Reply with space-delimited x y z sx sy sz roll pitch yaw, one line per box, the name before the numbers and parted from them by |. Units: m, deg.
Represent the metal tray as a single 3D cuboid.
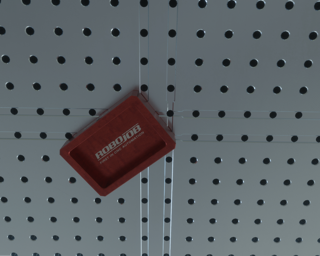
metal tray | -0.055 0.023 0.418 0.130 0.030 0.090 -36 106 12
